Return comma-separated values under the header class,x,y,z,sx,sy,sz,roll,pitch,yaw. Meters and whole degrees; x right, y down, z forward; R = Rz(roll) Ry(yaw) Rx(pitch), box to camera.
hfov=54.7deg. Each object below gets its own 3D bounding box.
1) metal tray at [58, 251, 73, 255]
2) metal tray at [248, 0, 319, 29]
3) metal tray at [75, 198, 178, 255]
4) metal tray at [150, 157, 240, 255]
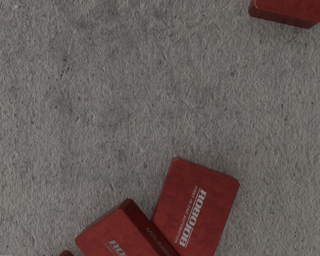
class,x,y,z,sx,sy,sz,roll,pitch,yaw
metal tray,-0.144,0.240,0.406,0.130,0.030,0.090,-43,90,0
metal tray,0.177,-0.206,0.409,0.091,0.030,0.129,13,90,0
metal tray,-0.034,0.164,0.391,0.090,0.030,0.130,-39,90,22
metal tray,0.039,0.113,0.408,0.090,0.030,0.129,20,90,0
